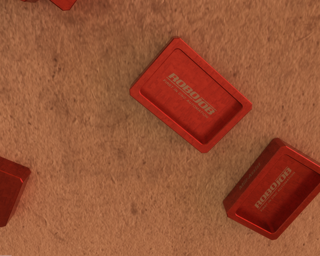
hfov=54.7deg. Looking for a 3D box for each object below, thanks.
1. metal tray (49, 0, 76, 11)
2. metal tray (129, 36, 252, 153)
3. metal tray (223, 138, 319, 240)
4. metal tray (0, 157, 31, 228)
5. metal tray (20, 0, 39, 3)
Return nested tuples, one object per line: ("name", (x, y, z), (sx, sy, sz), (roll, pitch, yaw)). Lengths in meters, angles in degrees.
("metal tray", (-0.094, -0.198, 0.308), (0.090, 0.030, 0.130), (35, 99, -33))
("metal tray", (0.039, -0.040, 0.392), (0.130, 0.030, 0.090), (39, 105, -14))
("metal tray", (0.164, 0.089, 0.442), (0.090, 0.030, 0.129), (30, 107, -11))
("metal tray", (-0.261, 0.075, 0.431), (0.131, 0.030, 0.089), (25, 108, -9))
("metal tray", (-0.165, -0.212, 0.326), (0.091, 0.030, 0.129), (18, 109, -7))
